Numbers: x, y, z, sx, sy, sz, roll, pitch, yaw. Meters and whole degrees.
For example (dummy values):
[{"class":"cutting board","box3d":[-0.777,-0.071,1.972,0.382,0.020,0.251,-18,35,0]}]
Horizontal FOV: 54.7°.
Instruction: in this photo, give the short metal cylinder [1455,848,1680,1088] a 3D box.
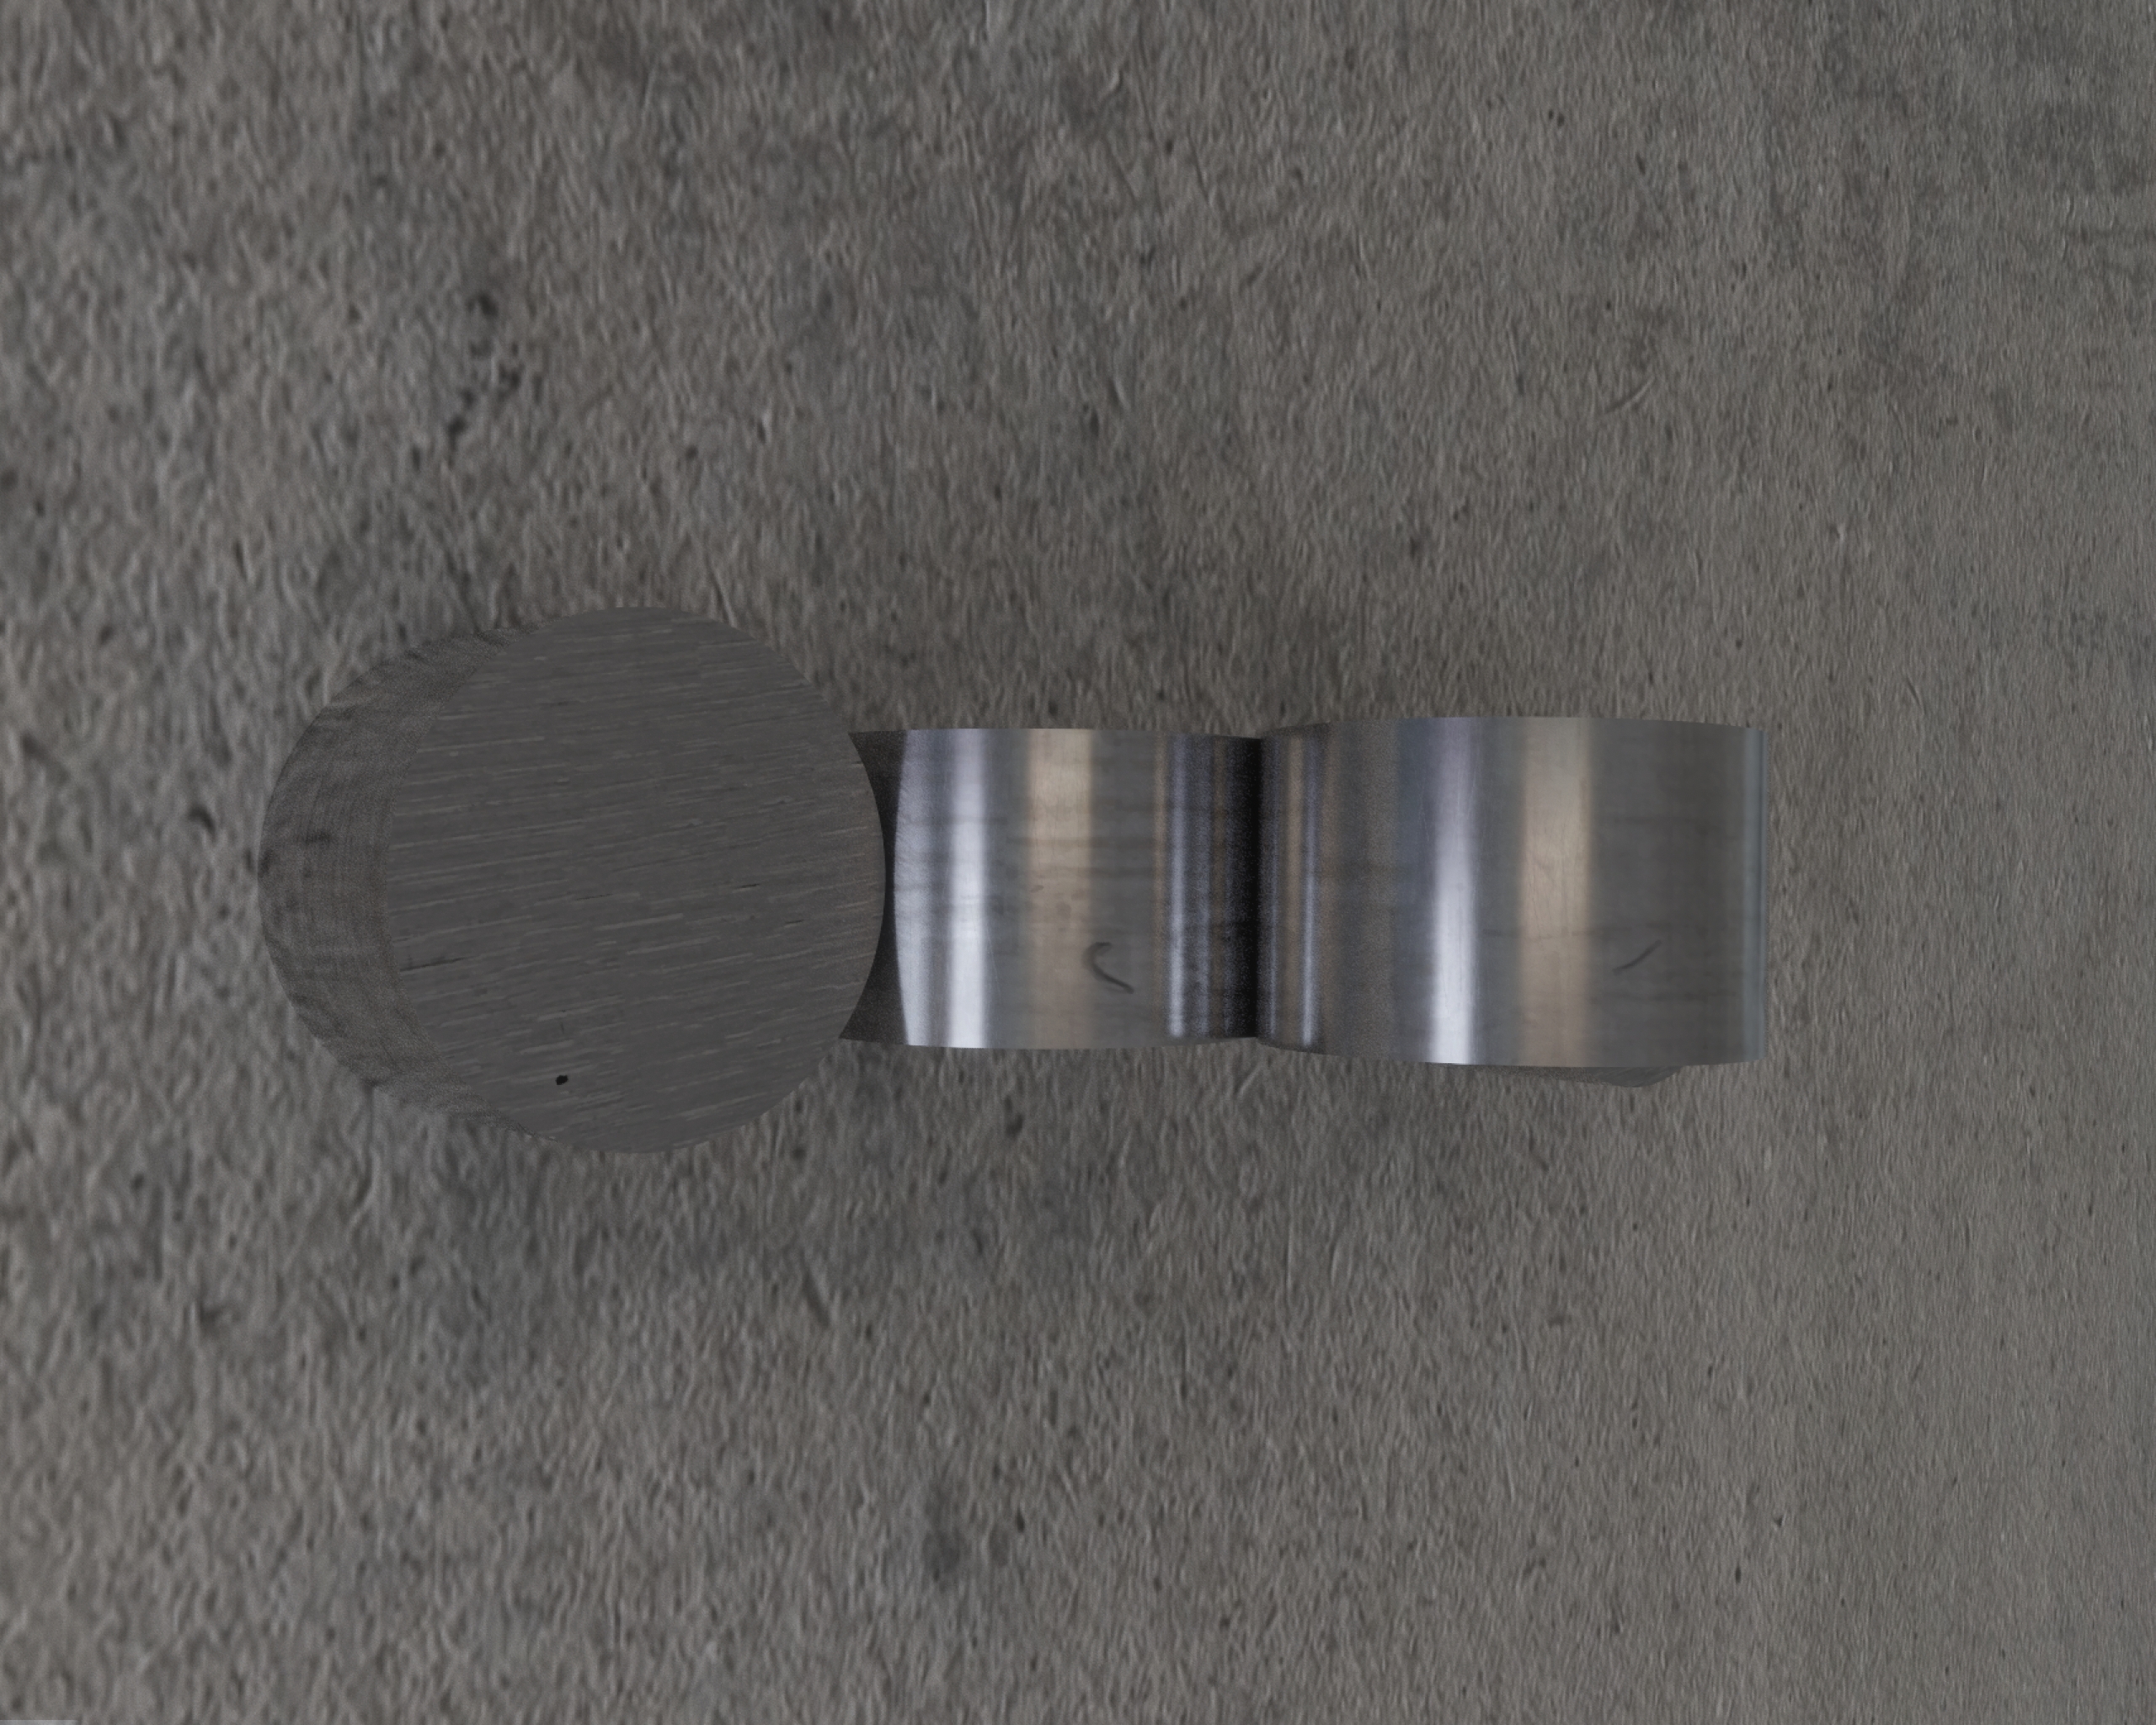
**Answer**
[{"class":"short metal cylinder","box3d":[0.108,0.010,0.479,0.081,0.050,0.080,0,90,-40]}]

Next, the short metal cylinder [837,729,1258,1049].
[{"class":"short metal cylinder","box3d":[-0.006,0.004,0.364,0.081,0.080,0.050,0,90,-40]}]

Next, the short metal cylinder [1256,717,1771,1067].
[{"class":"short metal cylinder","box3d":[0.069,0.005,0.336,0.081,0.080,0.050,2,89,-40]}]

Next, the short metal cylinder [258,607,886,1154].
[{"class":"short metal cylinder","box3d":[-0.077,0.002,0.323,0.081,0.050,0.080,0,90,-40]}]

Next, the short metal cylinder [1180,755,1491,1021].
[{"class":"short metal cylinder","box3d":[0.056,0.005,0.415,0.081,0.080,0.050,0,90,-40]}]
